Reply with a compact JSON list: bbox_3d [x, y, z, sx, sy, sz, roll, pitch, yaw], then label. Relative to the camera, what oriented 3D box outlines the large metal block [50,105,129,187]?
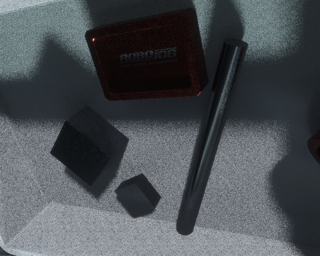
[{"bbox_3d":[-0.106,0.027,0.463,0.080,0.050,0.080,39,129,1],"label":"large metal block"}]

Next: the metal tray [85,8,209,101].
[{"bbox_3d":[-0.016,-0.081,0.362,0.130,0.030,0.089,0,118,28],"label":"metal tray"}]

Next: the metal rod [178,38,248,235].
[{"bbox_3d":[0.058,0.035,0.398,0.025,0.025,0.298,20,126,16],"label":"metal rod"}]

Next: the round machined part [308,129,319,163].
[{"bbox_3d":[0.195,0.030,0.290,0.042,0.098,0.098,-44,94,0],"label":"round machined part"}]

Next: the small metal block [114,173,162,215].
[{"bbox_3d":[-0.035,0.105,0.490,0.050,0.025,0.050,-28,103,37],"label":"small metal block"}]
